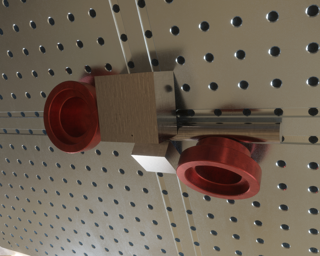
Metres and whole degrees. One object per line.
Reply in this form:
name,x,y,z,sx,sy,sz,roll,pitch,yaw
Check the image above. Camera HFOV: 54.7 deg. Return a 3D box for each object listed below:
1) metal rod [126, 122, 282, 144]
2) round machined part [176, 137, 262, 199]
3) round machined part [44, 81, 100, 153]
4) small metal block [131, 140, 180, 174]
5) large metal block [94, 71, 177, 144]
metal rod,0.002,0.004,0.414,0.300,0.025,0.025,1,119,27
round machined part,0.072,0.046,0.375,0.098,0.042,0.098,14,148,9
round machined part,-0.112,-0.015,0.433,0.098,0.042,0.097,1,93,28
small metal block,-0.003,0.039,0.425,0.050,0.025,0.050,1,148,28
large metal block,-0.028,-0.026,0.379,0.080,0.050,0.079,1,101,27
